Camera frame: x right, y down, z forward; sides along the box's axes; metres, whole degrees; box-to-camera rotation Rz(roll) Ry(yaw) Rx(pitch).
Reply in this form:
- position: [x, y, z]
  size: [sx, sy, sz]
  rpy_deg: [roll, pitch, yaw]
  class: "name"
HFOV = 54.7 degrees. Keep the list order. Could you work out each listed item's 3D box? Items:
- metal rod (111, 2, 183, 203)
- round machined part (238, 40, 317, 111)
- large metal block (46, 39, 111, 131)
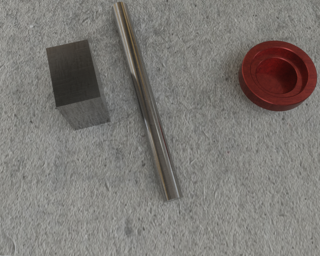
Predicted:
- position: [-0.023, -0.048, 0.425]
  size: [0.025, 0.025, 0.299]
  rpy_deg: [-14, 71, -5]
  class: "metal rod"
- position: [0.157, -0.067, 0.426]
  size: [0.099, 0.042, 0.098]
  rpy_deg: [0, 70, -1]
  class: "round machined part"
- position: [-0.102, -0.052, 0.397]
  size: [0.050, 0.080, 0.080]
  rpy_deg: [-14, 71, -5]
  class: "large metal block"
